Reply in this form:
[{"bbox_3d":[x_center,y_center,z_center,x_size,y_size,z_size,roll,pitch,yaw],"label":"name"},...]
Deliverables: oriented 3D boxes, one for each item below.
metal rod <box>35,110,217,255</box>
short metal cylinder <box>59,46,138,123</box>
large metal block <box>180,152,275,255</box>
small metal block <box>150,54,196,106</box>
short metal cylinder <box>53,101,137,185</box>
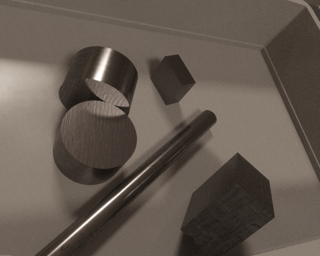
[{"bbox_3d":[-0.020,0.057,0.361,0.025,0.025,0.302,48,51,5],"label":"metal rod"},{"bbox_3d":[-0.070,-0.048,0.363,0.080,0.080,0.050,21,54,-16],"label":"short metal cylinder"},{"bbox_3d":[0.075,0.084,0.343,0.050,0.080,0.080,42,22,0],"label":"large metal block"},{"bbox_3d":[0.017,-0.068,0.442,0.025,0.050,0.050,-18,71,-35],"label":"small metal block"},{"bbox_3d":[-0.072,0.017,0.342,0.081,0.050,0.080,14,56,-21],"label":"short metal cylinder"}]
